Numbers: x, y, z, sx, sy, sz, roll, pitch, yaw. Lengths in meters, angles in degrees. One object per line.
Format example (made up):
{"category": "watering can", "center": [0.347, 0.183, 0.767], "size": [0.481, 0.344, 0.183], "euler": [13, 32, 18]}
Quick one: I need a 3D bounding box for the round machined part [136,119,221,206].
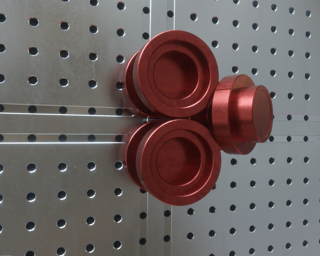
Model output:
{"category": "round machined part", "center": [0.019, 0.038, 0.365], "size": [0.099, 0.042, 0.097], "euler": [0, 90, -20]}

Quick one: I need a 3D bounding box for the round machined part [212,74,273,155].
{"category": "round machined part", "center": [0.105, -0.016, 0.374], "size": [0.099, 0.042, 0.097], "euler": [1, 89, -52]}

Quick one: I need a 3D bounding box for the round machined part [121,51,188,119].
{"category": "round machined part", "center": [0.002, -0.060, 0.405], "size": [0.099, 0.042, 0.097], "euler": [0, 90, -20]}

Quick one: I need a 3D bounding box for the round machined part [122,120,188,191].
{"category": "round machined part", "center": [0.003, 0.038, 0.405], "size": [0.099, 0.042, 0.097], "euler": [0, 90, -20]}

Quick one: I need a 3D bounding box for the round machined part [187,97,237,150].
{"category": "round machined part", "center": [0.087, -0.017, 0.435], "size": [0.099, 0.042, 0.097], "euler": [0, 90, -20]}

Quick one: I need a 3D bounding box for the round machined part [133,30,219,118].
{"category": "round machined part", "center": [0.015, -0.060, 0.364], "size": [0.099, 0.042, 0.097], "euler": [0, 90, -20]}
